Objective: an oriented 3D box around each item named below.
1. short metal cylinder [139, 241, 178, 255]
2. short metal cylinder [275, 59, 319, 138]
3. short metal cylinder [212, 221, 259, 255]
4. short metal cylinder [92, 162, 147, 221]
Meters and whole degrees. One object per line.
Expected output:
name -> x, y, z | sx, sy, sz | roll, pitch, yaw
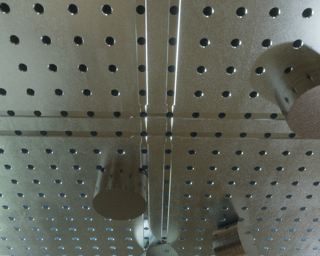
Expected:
short metal cylinder -> -0.005, 0.272, 0.607 | 0.080, 0.080, 0.050 | 25, 126, -20
short metal cylinder -> 0.185, -0.034, 0.368 | 0.081, 0.050, 0.079 | 0, 130, 0
short metal cylinder -> 0.137, 0.215, 0.560 | 0.050, 0.080, 0.080 | -29, 125, 22
short metal cylinder -> -0.060, 0.099, 0.479 | 0.081, 0.050, 0.079 | 0, 130, 0
